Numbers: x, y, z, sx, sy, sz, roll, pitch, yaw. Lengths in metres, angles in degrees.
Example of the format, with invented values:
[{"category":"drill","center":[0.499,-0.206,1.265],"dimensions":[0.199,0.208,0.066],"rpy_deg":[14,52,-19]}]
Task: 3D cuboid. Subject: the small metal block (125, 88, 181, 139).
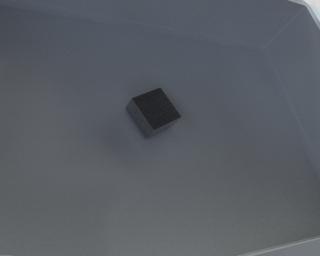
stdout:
[{"category":"small metal block","center":[-0.009,-0.020,0.410],"dimensions":[0.050,0.025,0.050],"rpy_deg":[-26,76,-37]}]
